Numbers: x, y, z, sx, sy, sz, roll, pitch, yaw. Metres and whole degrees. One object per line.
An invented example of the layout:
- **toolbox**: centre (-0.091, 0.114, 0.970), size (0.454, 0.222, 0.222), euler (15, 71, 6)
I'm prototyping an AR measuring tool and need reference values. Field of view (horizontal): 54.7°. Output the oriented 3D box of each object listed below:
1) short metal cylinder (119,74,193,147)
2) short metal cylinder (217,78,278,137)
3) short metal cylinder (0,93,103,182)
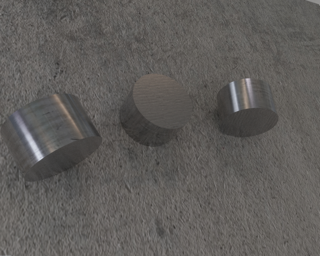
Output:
- **short metal cylinder**: centre (-0.006, -0.023, 0.398), size (0.081, 0.050, 0.080), euler (14, 56, -21)
- **short metal cylinder**: centre (0.126, -0.028, 0.453), size (0.081, 0.080, 0.050), euler (12, 57, -22)
- **short metal cylinder**: centre (-0.105, 0.010, 0.306), size (0.081, 0.080, 0.050), euler (-24, 75, -37)
